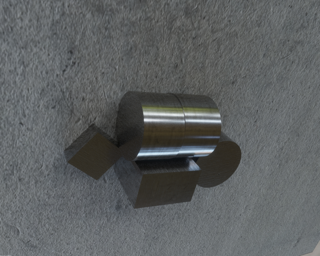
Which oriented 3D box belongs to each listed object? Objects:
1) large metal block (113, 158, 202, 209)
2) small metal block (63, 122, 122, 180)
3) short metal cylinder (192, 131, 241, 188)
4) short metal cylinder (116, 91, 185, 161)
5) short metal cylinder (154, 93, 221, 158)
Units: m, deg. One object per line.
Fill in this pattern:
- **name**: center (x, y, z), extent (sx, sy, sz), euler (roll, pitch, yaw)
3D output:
- **large metal block**: center (-0.006, 0.054, 0.404), extent (0.081, 0.080, 0.050), euler (1, 118, -29)
- **small metal block**: center (-0.081, 0.030, 0.383), extent (0.050, 0.025, 0.050), euler (-44, 129, 2)
- **short metal cylinder**: center (0.071, 0.040, 0.456), extent (0.081, 0.050, 0.079), euler (-14, 124, -21)
- **short metal cylinder**: center (-0.013, -0.002, 0.365), extent (0.050, 0.080, 0.079), euler (1, 118, -29)
- **short metal cylinder**: center (0.031, -0.003, 0.388), extent (0.050, 0.080, 0.079), euler (1, 118, -29)
